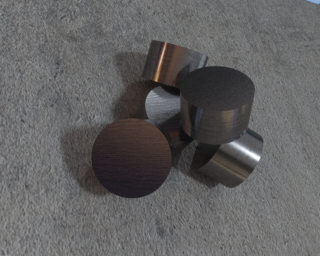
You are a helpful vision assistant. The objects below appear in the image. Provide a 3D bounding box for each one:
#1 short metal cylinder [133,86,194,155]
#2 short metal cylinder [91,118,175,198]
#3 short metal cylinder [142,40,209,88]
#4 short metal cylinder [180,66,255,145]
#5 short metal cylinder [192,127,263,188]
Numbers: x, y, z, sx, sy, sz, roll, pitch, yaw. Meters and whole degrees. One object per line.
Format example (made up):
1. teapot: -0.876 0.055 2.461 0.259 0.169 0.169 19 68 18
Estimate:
1. short metal cylinder: 0.009 -0.007 0.398 0.081 0.050 0.080 14 55 -21
2. short metal cylinder: -0.026 0.029 0.331 0.080 0.050 0.079 0 92 6
3. short metal cylinder: 0.020 -0.083 0.423 0.081 0.080 0.050 13 100 -21
4. short metal cylinder: 0.063 -0.027 0.354 0.080 0.050 0.080 -2 45 2
5. short metal cylinder: 0.085 0.029 0.397 0.050 0.080 0.080 31 52 -9
